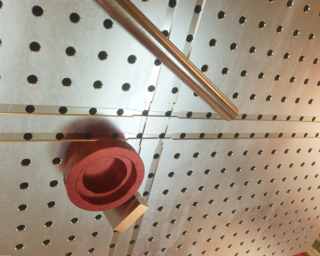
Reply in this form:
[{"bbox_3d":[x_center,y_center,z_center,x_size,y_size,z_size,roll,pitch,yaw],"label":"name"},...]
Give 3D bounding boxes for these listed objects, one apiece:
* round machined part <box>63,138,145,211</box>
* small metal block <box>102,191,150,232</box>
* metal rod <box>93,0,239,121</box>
[{"bbox_3d":[-0.073,0.055,0.395,0.099,0.042,0.097,-14,124,-21],"label":"round machined part"},{"bbox_3d":[-0.052,0.107,0.432,0.050,0.050,0.025,-44,144,2],"label":"small metal block"},{"bbox_3d":[0.008,-0.088,0.362,0.025,0.025,0.301,-50,129,7],"label":"metal rod"}]
